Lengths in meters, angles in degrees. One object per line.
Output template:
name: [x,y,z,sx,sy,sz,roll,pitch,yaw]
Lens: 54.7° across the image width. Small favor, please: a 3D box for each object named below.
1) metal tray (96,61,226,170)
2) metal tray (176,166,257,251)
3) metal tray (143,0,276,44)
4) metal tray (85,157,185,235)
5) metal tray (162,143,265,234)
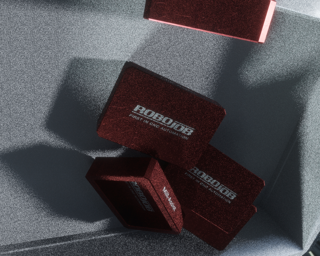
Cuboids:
metal tray: [0.001,-0.012,0.373,0.131,0.030,0.089,22,107,-18]
metal tray: [0.070,0.118,0.478,0.130,0.030,0.090,36,98,-10]
metal tray: [0.041,-0.104,0.279,0.090,0.130,0.030,13,110,2]
metal tray: [-0.029,0.092,0.411,0.090,0.030,0.130,-2,134,26]
metal tray: [0.069,0.077,0.440,0.130,0.030,0.090,34,90,-6]
